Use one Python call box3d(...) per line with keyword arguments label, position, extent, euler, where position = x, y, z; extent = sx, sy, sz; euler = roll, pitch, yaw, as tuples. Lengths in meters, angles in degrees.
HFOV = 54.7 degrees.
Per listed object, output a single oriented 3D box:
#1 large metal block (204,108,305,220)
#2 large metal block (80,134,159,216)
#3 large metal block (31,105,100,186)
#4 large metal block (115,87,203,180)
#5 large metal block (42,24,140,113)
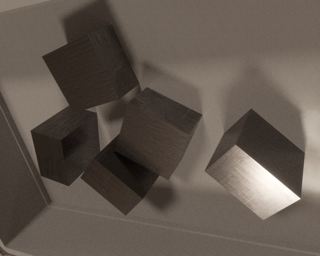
box3d(label="large metal block", position=(0.106, 0.037, 0.339), extent=(0.080, 0.080, 0.050), euler=(40, 129, 0))
box3d(label="large metal block", position=(-0.048, 0.059, 0.433), extent=(0.080, 0.080, 0.050), euler=(40, 129, 0))
box3d(label="large metal block", position=(-0.134, 0.024, 0.456), extent=(0.050, 0.080, 0.079), euler=(15, 125, 19))
box3d(label="large metal block", position=(-0.003, 0.007, 0.397), extent=(0.080, 0.050, 0.079), euler=(28, 128, 10))
box3d(label="large metal block", position=(-0.086, -0.073, 0.391), extent=(0.080, 0.050, 0.080), euler=(-13, 112, 33))
